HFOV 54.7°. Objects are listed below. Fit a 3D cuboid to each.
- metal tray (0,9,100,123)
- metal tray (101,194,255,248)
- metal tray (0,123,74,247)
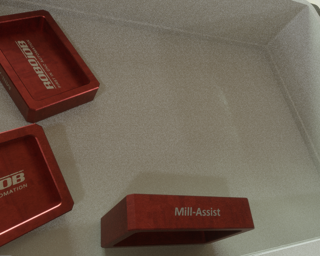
[{"bbox_3d":[-0.146,-0.078,0.371,0.091,0.030,0.130,-29,78,-37],"label":"metal tray"},{"bbox_3d":[0.015,0.096,0.313,0.131,0.090,0.030,8,59,-24],"label":"metal tray"},{"bbox_3d":[-0.151,0.057,0.262,0.131,0.030,0.090,-22,88,-43],"label":"metal tray"}]
